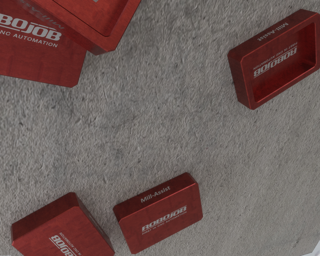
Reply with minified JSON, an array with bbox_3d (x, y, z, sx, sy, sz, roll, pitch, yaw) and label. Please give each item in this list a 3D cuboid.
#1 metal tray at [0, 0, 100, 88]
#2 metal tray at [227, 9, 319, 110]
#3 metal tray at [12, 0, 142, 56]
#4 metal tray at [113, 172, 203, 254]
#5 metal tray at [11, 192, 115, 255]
[{"bbox_3d":[-0.130,-0.093,0.275,0.131,0.030,0.089,8,115,-32],"label":"metal tray"},{"bbox_3d":[0.164,-0.095,0.434,0.131,0.030,0.090,-31,129,-8],"label":"metal tray"},{"bbox_3d":[-0.077,-0.131,0.248,0.131,0.030,0.090,31,79,-30],"label":"metal tray"},{"bbox_3d":[0.001,0.134,0.487,0.131,0.030,0.089,-23,127,-15],"label":"metal tray"},{"bbox_3d":[-0.129,0.158,0.431,0.090,0.030,0.129,-29,128,-10],"label":"metal tray"}]
